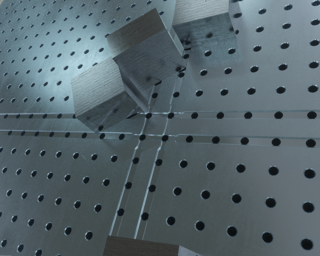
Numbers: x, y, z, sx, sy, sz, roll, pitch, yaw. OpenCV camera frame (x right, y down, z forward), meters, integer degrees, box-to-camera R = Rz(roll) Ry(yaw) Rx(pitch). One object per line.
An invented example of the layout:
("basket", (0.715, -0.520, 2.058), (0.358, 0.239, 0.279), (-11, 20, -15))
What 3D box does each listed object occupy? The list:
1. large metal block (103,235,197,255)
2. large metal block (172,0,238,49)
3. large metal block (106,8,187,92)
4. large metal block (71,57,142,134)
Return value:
("large metal block", (-0.015, 0.156, 0.303), (0.080, 0.050, 0.080), (-2, 61, 26))
("large metal block", (0.069, -0.172, 0.460), (0.080, 0.050, 0.080), (-5, 59, 25))
("large metal block", (-0.018, -0.110, 0.449), (0.080, 0.080, 0.050), (-27, 53, 11))
("large metal block", (-0.082, -0.051, 0.465), (0.080, 0.050, 0.080), (-27, 53, 11))
